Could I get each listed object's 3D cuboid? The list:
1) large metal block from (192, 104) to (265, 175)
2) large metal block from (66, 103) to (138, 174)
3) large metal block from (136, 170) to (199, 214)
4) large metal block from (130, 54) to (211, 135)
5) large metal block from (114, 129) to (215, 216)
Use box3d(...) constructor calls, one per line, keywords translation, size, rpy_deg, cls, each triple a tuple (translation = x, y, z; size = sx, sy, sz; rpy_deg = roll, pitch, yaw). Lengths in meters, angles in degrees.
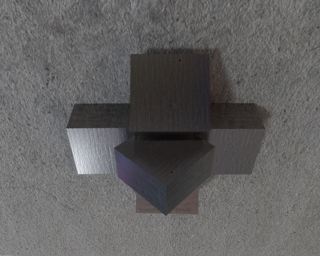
box3d(translation=(0.081, 0.015, 0.403), size=(0.081, 0.050, 0.079), rpy_deg=(0, 130, -1), cls="large metal block")
box3d(translation=(-0.068, 0.014, 0.403), size=(0.081, 0.050, 0.079), rpy_deg=(0, 130, 0), cls="large metal block")
box3d(translation=(0.009, 0.087, 0.439), size=(0.081, 0.080, 0.050), rpy_deg=(2, 87, -1), cls="large metal block")
box3d(translation=(0.010, -0.034, 0.337), size=(0.081, 0.080, 0.050), rpy_deg=(0, 174, 0), cls="large metal block")
box3d(translation=(0.005, 0.041, 0.364), size=(0.080, 0.081, 0.050), rpy_deg=(32, 140, 32), cls="large metal block")
